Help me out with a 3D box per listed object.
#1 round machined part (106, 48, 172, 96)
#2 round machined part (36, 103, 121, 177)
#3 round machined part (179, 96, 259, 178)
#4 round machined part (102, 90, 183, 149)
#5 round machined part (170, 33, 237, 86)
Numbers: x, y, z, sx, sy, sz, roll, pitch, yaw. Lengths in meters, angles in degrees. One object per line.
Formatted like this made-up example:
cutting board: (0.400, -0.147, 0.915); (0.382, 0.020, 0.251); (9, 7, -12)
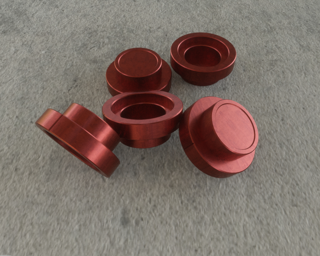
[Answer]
round machined part: (-0.031, -0.083, 0.461); (0.099, 0.042, 0.098); (0, 50, 0)
round machined part: (-0.083, 0.009, 0.342); (0.098, 0.098, 0.042); (29, 72, 22)
round machined part: (0.074, 0.006, 0.360); (0.099, 0.042, 0.098); (14, 60, -25)
round machined part: (-0.021, -0.010, 0.387); (0.099, 0.042, 0.098); (-1, 29, 1)
round machined part: (0.065, -0.102, 0.479); (0.099, 0.042, 0.098); (0, 50, 0)
